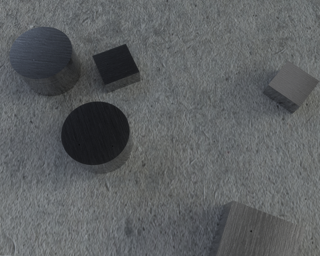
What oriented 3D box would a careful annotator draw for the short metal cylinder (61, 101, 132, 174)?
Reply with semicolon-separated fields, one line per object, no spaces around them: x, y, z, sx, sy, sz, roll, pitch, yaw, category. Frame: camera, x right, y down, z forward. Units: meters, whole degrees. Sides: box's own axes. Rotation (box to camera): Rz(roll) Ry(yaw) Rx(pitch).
-0.076;0.013;0.389;0.081;0.050;0.080;0;70;0;short metal cylinder

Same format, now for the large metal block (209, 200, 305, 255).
0.103;0.136;0.346;0.080;0.050;0.080;20;71;7;large metal block

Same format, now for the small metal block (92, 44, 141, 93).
-0.061;-0.084;0.438;0.050;0.025;0.050;-23;72;-9;small metal block

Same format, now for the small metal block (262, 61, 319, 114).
0.182;-0.057;0.431;0.050;0.025;0.050;39;74;12;small metal block

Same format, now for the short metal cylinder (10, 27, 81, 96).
-0.155;-0.091;0.426;0.081;0.050;0.080;0;70;0;short metal cylinder
